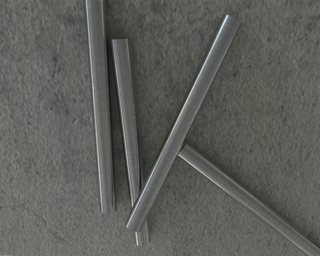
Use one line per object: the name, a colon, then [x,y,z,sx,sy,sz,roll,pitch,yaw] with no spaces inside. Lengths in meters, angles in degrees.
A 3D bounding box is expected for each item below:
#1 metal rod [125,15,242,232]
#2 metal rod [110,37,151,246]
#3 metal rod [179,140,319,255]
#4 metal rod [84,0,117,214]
metal rod: [0.024,0.004,0.397,0.025,0.025,0.298,23,103,-9]
metal rod: [-0.037,0.032,0.421,0.025,0.025,0.298,-4,110,1]
metal rod: [0.143,0.116,0.454,0.301,0.025,0.025,38,106,-13]
metal rod: [-0.075,-0.022,0.400,0.025,0.025,0.298,0,110,-1]
